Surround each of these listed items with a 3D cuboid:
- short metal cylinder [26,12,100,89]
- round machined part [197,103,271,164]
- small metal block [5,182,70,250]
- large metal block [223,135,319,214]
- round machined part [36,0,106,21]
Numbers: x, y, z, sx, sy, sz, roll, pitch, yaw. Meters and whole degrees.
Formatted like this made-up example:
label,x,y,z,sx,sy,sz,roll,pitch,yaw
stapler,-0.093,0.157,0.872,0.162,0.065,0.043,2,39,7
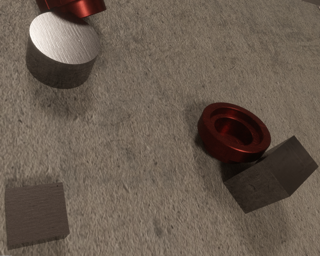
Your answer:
label,x,y,z,sx,sy,sz,roll,pitch,yaw
short metal cylinder,-0.120,-0.095,0.382,0.081,0.050,0.080,14,56,-21
round machined part,0.098,0.011,0.429,0.099,0.042,0.098,12,41,-10
small metal block,-0.117,0.082,0.292,0.050,0.025,0.050,-2,63,-30
large metal block,0.146,0.062,0.411,0.081,0.080,0.050,-26,77,-37
round machined part,-0.111,-0.169,0.414,0.099,0.098,0.042,-39,122,-39
